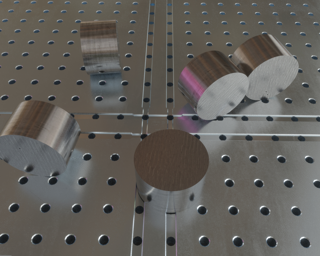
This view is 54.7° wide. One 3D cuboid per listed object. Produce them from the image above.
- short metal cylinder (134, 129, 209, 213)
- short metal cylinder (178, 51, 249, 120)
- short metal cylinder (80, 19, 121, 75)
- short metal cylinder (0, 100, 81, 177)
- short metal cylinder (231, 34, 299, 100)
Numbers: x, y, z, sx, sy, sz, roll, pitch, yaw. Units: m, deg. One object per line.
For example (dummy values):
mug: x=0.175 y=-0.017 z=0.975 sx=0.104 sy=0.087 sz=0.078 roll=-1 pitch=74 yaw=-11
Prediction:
short metal cylinder: x=0.012 y=0.048 z=0.351 sx=0.081 sy=0.050 sz=0.080 roll=0 pitch=50 yaw=0
short metal cylinder: x=0.072 y=-0.057 z=0.420 sx=0.081 sy=0.080 sz=0.050 roll=-21 pitch=53 yaw=-17
short metal cylinder: x=-0.089 y=-0.123 z=0.475 sx=0.050 sy=0.080 sz=0.080 roll=-5 pitch=50 yaw=-4
short metal cylinder: x=-0.140 y=0.014 z=0.359 sx=0.080 sy=0.080 sz=0.050 roll=6 pitch=51 yaw=5
short metal cylinder: x=0.148 y=-0.086 z=0.445 sx=0.081 sy=0.080 sz=0.050 roll=-12 pitch=51 yaw=-10
